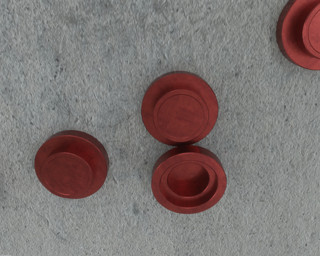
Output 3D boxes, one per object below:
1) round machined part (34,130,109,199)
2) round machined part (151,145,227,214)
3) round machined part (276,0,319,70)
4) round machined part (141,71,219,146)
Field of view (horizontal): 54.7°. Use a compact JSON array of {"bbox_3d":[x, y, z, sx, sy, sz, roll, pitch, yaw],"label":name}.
[{"bbox_3d":[-0.121,0.056,0.420,0.099,0.042,0.097,0,110,0],"label":"round machined part"},{"bbox_3d":[0.038,0.066,0.422,0.099,0.042,0.097,0,115,0],"label":"round machined part"},{"bbox_3d":[0.191,-0.115,0.360,0.099,0.042,0.097,0,110,0],"label":"round machined part"},{"bbox_3d":[0.025,-0.021,0.393,0.099,0.042,0.097,0,110,0],"label":"round machined part"}]
